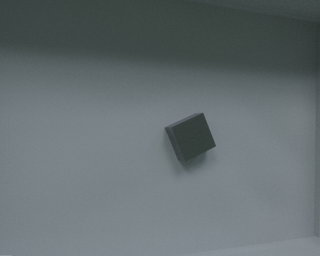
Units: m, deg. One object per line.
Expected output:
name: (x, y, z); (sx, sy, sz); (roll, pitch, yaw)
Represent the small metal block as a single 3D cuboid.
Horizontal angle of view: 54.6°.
small metal block: (0.042, 0.012, 0.426); (0.050, 0.025, 0.050); (-25, 98, -18)
